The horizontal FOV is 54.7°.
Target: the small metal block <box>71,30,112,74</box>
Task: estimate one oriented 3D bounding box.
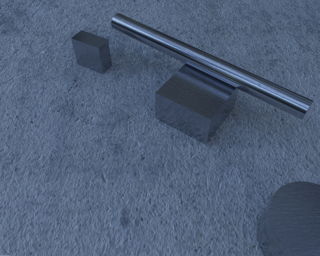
[{"bbox_3d":[-0.106,-0.119,0.485,0.050,0.050,0.025,23,54,17],"label":"small metal block"}]

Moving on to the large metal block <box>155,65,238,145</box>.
[{"bbox_3d":[0.050,-0.036,0.418,0.080,0.050,0.080,28,55,21],"label":"large metal block"}]

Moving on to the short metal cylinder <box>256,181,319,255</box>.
[{"bbox_3d":[0.142,0.100,0.305,0.081,0.050,0.080,0,50,0],"label":"short metal cylinder"}]

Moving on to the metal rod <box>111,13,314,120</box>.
[{"bbox_3d":[0.052,-0.092,0.416,0.300,0.025,0.025,31,57,23],"label":"metal rod"}]
